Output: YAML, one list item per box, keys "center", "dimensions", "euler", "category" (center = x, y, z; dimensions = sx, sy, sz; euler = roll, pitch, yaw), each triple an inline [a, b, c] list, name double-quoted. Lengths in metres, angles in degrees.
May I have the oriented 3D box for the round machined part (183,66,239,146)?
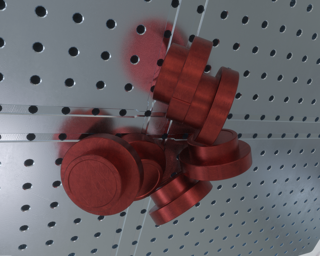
- center: [0.058, -0.030, 0.382]
  dimensions: [0.042, 0.098, 0.097]
  euler: [20, 112, 1]
  category: "round machined part"

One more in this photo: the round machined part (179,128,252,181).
- center: [0.074, 0.031, 0.427]
  dimensions: [0.099, 0.098, 0.042]
  euler: [-17, 107, -19]
  category: "round machined part"

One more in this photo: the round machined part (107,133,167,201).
- center: [-0.035, 0.059, 0.417]
  dimensions: [0.099, 0.042, 0.097]
  euler: [-14, 124, -21]
  category: "round machined part"

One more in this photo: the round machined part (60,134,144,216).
- center: [-0.071, 0.058, 0.363]
  dimensions: [0.098, 0.042, 0.097]
  euler: [2, 101, 10]
  category: "round machined part"

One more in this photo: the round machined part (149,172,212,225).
- center: [0.024, 0.094, 0.448]
  dimensions: [0.098, 0.098, 0.042]
  euler: [-34, 85, -6]
  category: "round machined part"

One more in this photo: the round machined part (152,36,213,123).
- center: [0.022, -0.057, 0.352]
  dimensions: [0.042, 0.098, 0.097]
  euler: [21, 112, 1]
  category: "round machined part"
